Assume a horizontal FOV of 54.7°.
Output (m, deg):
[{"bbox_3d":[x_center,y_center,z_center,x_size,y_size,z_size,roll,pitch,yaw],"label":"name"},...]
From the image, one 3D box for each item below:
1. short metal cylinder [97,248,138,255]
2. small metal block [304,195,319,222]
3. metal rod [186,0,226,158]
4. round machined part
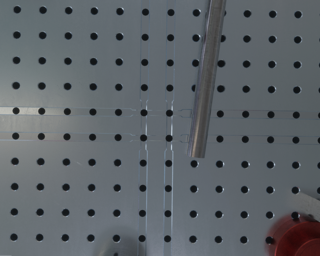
[{"bbox_3d":[-0.059,0.205,0.401,0.081,0.050,0.079,0,90,0],"label":"short metal cylinder"},{"bbox_3d":[0.225,0.109,0.403,0.050,0.050,0.025,10,90,0],"label":"small metal block"},{"bbox_3d":[0.068,-0.109,0.413,0.025,0.025,0.298,8,90,0],"label":"metal rod"},{"bbox_3d":[0.200,0.172,0.407,0.099,0.042,0.097,0,90,0],"label":"round machined part"}]
